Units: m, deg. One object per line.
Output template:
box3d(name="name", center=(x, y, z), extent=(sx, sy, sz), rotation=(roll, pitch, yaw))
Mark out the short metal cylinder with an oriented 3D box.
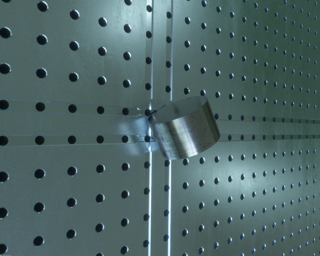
box3d(name="short metal cylinder", center=(0.031, -0.002, 0.397), extent=(0.080, 0.080, 0.050), rotation=(-35, 111, -34))
